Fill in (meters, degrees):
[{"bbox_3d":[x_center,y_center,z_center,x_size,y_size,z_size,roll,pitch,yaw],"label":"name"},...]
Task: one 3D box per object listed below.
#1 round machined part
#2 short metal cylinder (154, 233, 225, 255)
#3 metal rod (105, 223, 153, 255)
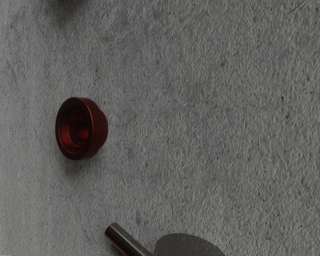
[{"bbox_3d":[-0.120,0.001,0.490,0.098,0.042,0.097,0,90,39],"label":"round machined part"},{"bbox_3d":[0.030,0.161,0.343,0.080,0.081,0.050,20,103,38],"label":"short metal cylinder"},{"bbox_3d":[0.035,0.209,0.374,0.300,0.025,0.025,28,108,36],"label":"metal rod"}]
